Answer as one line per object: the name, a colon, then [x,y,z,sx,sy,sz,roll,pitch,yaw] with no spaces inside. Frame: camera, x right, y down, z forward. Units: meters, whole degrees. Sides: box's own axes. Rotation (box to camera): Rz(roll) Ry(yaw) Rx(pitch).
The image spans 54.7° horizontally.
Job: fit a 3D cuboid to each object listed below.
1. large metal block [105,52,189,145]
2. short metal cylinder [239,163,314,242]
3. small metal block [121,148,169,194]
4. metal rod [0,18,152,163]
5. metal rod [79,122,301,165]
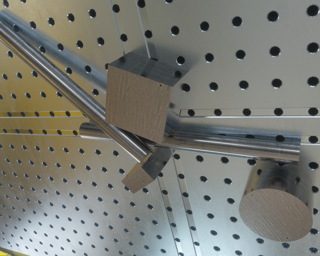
large metal block: [-0.018,-0.038,0.381,0.080,0.050,0.079,21,126,15]
short metal cylinder: [0.142,0.090,0.376,0.080,0.050,0.079,13,124,21]
small metal block: [-0.021,0.061,0.444,0.025,0.050,0.050,47,129,-5]
metal rod: [-0.132,-0.059,0.425,0.300,0.025,0.025,40,129,7]
metal rod: [0.021,0.016,0.410,0.301,0.025,0.025,6,121,25]
